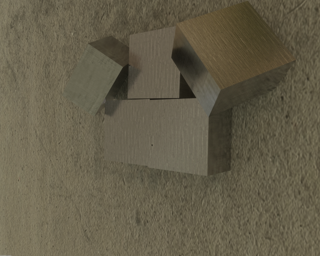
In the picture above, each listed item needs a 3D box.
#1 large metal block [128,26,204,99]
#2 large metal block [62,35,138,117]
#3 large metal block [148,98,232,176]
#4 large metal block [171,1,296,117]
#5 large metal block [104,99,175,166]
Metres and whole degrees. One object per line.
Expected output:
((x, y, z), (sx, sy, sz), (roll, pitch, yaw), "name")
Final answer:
((0.008, -0.075, 0.382), (0.080, 0.050, 0.079), (4, 92, 39), "large metal block")
((-0.078, -0.073, 0.423), (0.050, 0.080, 0.080), (34, 116, -3), "large metal block")
((0.034, 0.008, 0.358), (0.080, 0.050, 0.079), (2, 91, 39), "large metal block")
((0.067, -0.069, 0.306), (0.080, 0.081, 0.050), (62, 164, 21), "large metal block")
((-0.028, 0.004, 0.410), (0.080, 0.050, 0.079), (2, 91, 39), "large metal block")
